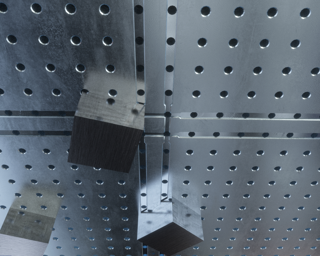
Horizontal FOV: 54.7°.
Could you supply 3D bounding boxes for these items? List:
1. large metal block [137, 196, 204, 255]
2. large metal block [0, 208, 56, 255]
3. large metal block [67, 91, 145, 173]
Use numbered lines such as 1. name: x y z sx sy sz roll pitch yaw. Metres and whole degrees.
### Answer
1. large metal block: 0.018 0.175 0.545 0.080 0.050 0.080 -35 122 26
2. large metal block: -0.244 0.196 0.559 0.081 0.050 0.079 19 127 -16
3. large metal block: -0.069 0.007 0.400 0.081 0.050 0.079 12 129 -11
